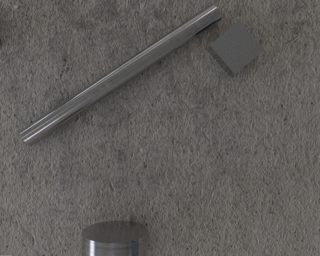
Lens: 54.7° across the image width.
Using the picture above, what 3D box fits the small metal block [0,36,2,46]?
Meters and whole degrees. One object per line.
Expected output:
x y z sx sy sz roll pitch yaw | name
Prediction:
-0.232 -0.134 0.395 0.025 0.050 0.050 -13 90 0 | small metal block

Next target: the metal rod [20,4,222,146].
-0.051 -0.070 0.409 0.301 0.025 0.025 -34 90 0 | metal rod

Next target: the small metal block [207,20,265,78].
0.099 -0.104 0.411 0.050 0.025 0.050 -40 90 0 | small metal block

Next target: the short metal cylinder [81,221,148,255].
-0.056 0.152 0.382 0.081 0.080 0.050 1 90 0 | short metal cylinder
